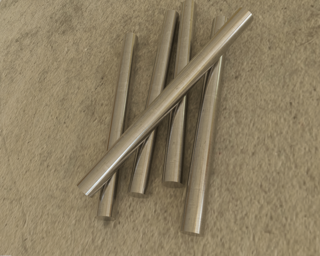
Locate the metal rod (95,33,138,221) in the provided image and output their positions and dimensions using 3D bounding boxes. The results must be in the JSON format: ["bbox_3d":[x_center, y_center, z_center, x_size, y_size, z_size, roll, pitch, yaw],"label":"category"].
[{"bbox_3d":[-0.057,-0.021,0.445,0.025,0.025,0.299,-10,57,22],"label":"metal rod"}]

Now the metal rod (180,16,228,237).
[{"bbox_3d":[0.061,-0.022,0.384,0.025,0.025,0.299,-2,61,27],"label":"metal rod"}]

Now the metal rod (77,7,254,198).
[{"bbox_3d":[0.010,-0.036,0.385,0.300,0.025,0.025,-48,52,-6],"label":"metal rod"}]

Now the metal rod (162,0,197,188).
[{"bbox_3d":[0.031,-0.065,0.426,0.025,0.025,0.299,-7,58,24],"label":"metal rod"}]

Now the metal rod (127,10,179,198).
[{"bbox_3d":[-0.003,-0.051,0.435,0.025,0.025,0.299,-4,60,26],"label":"metal rod"}]
